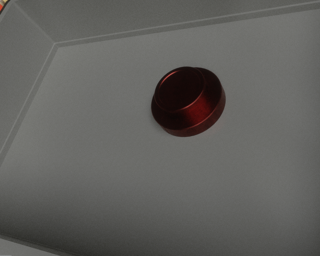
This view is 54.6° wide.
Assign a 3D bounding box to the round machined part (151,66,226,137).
[{"bbox_3d":[0.032,-0.041,0.404,0.098,0.042,0.098,-13,56,21],"label":"round machined part"}]
